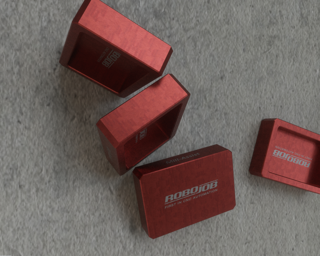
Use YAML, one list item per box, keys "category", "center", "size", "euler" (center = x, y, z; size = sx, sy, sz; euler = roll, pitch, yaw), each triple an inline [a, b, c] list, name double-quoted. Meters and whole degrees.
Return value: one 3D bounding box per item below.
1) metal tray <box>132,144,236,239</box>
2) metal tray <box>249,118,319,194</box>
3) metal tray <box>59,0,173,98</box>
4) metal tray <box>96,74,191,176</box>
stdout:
- category: "metal tray"
  center: [0.036, 0.081, 0.411]
  size: [0.131, 0.030, 0.089]
  euler: [-14, 107, -20]
- category: "metal tray"
  center: [0.210, 0.046, 0.486]
  size: [0.131, 0.030, 0.090]
  euler: [18, 84, -20]
- category: "metal tray"
  center: [-0.054, -0.076, 0.332]
  size: [0.090, 0.130, 0.030]
  euler: [28, 75, -18]
- category: "metal tray"
  center: [-0.019, 0.003, 0.347]
  size: [0.090, 0.130, 0.030]
  euler: [-36, 76, -16]
